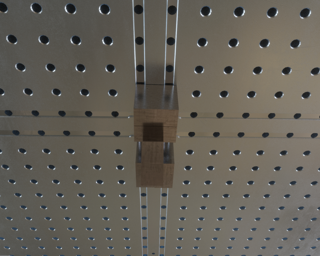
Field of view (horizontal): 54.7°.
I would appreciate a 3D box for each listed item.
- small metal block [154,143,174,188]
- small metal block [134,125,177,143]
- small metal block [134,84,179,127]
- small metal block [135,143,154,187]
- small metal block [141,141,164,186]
[{"bbox_3d":[0.005,0.049,0.435,0.025,0.050,0.050,1,130,-1],"label":"small metal block"},{"bbox_3d":[-0.006,-0.008,0.387,0.050,0.050,0.025,2,130,-2],"label":"small metal block"},{"bbox_3d":[-0.005,-0.028,0.371,0.050,0.050,0.025,2,130,-2],"label":"small metal block"},{"bbox_3d":[-0.020,0.048,0.436,0.025,0.050,0.050,1,130,-1],"label":"small metal block"},{"bbox_3d":[-0.009,0.041,0.376,0.025,0.050,0.050,1,88,0],"label":"small metal block"}]
